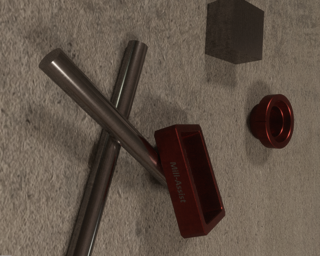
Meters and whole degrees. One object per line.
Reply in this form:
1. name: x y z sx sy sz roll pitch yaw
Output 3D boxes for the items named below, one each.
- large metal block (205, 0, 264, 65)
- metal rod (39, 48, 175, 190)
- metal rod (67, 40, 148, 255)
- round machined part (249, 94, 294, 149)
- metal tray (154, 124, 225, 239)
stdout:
1. large metal block: 0.119 -0.152 0.491 0.081 0.050 0.080 6 87 -40
2. metal rod: -0.019 0.028 0.362 0.300 0.025 0.025 49 60 -39
3. metal rod: -0.063 0.040 0.353 0.025 0.025 0.299 23 75 -38
4. round machined part: 0.201 -0.012 0.566 0.099 0.042 0.097 0 90 -40
5. metal tray: 0.041 0.061 0.394 0.090 0.030 0.129 -1 74 -64
